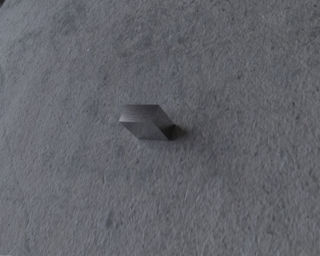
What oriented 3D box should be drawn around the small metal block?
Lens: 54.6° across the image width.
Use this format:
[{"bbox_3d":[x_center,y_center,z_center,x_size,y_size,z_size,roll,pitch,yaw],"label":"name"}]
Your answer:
[{"bbox_3d":[-0.016,-0.007,0.401,0.050,0.050,0.025,2,63,29],"label":"small metal block"}]
